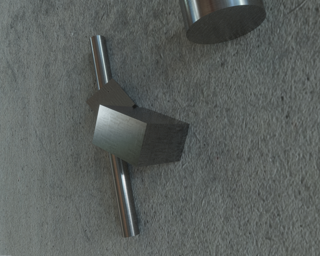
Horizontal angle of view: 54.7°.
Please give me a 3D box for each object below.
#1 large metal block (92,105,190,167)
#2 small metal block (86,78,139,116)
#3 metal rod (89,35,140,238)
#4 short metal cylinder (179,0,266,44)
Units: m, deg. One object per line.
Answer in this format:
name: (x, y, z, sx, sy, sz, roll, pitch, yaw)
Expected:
large metal block: (-0.023, 0.007, 0.386, 0.080, 0.081, 0.050, 22, 104, 37)
small metal block: (-0.067, -0.033, 0.437, 0.050, 0.025, 0.050, -41, 78, 2)
metal rod: (-0.069, 0.006, 0.459, 0.025, 0.025, 0.298, -18, 79, 38)
short metal cylinder: (0.062, -0.127, 0.317, 0.080, 0.081, 0.050, -17, 80, 38)
